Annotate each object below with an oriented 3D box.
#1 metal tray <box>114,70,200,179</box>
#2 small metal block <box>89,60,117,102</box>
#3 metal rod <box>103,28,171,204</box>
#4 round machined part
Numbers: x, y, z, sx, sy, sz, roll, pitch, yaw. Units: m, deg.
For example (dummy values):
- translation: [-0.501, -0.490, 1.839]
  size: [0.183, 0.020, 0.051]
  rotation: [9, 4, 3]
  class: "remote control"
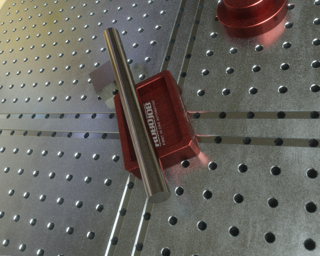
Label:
- translation: [-0.009, -0.008, 0.414]
  size: [0.090, 0.030, 0.130]
  rotation: [-24, 53, 13]
  class: "metal tray"
- translation: [-0.082, -0.079, 0.500]
  size: [0.050, 0.025, 0.050]
  rotation: [-33, 52, 7]
  class: "small metal block"
- translation: [-0.040, -0.040, 0.414]
  size: [0.025, 0.025, 0.299]
  rotation: [-28, 52, 11]
  class: "metal rod"
- translation: [0.128, -0.180, 0.440]
  size: [0.098, 0.042, 0.098]
  rotation: [-13, 56, 21]
  class: "round machined part"
